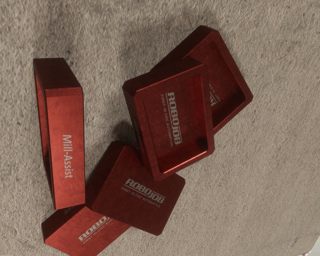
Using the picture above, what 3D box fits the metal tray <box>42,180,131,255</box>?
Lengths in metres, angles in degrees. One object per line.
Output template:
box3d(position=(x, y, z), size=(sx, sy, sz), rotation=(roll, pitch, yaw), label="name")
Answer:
box3d(position=(-0.085, 0.123, 0.435), size=(0.130, 0.030, 0.090), rotation=(-40, 130, -1), label="metal tray")

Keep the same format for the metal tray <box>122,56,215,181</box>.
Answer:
box3d(position=(0.016, -0.008, 0.366), size=(0.091, 0.030, 0.129), rotation=(-25, 128, -17), label="metal tray")

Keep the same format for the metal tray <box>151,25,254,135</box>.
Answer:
box3d(position=(0.059, -0.054, 0.404), size=(0.090, 0.030, 0.130), rotation=(-43, 130, 1), label="metal tray")

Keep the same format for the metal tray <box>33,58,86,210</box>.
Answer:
box3d(position=(-0.101, 0.005, 0.312), size=(0.030, 0.090, 0.129), rotation=(-8, 122, -25), label="metal tray")

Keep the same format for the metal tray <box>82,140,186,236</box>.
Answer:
box3d(position=(-0.030, 0.084, 0.420), size=(0.130, 0.030, 0.090), rotation=(37, 75, -39), label="metal tray")
